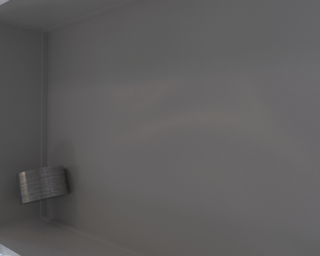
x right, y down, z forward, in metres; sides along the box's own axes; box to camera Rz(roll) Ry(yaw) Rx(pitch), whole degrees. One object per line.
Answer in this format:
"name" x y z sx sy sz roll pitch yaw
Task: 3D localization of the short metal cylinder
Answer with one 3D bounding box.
"short metal cylinder" -0.204 0.100 0.540 0.080 0.081 0.050 -22 76 38
